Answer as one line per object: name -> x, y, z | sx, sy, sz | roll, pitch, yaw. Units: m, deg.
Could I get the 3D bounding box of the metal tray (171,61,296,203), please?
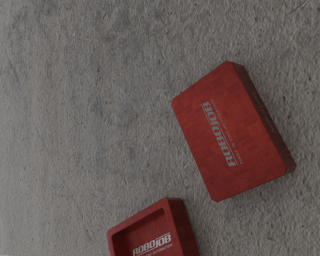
metal tray -> 0.075, 0.004, 0.340 | 0.090, 0.030, 0.130 | -34, 69, 34

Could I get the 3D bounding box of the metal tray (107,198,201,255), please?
metal tray -> -0.013, 0.156, 0.401 | 0.130, 0.030, 0.090 | -38, 56, 33
